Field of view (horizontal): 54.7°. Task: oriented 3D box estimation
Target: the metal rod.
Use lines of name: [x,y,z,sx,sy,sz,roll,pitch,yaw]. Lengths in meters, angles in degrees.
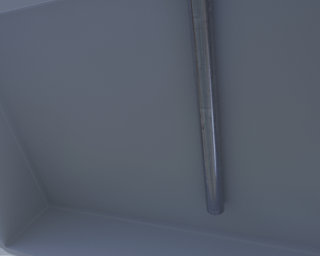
metal rod: [0.058,-0.016,0.367,0.025,0.025,0.298,5,121,25]
